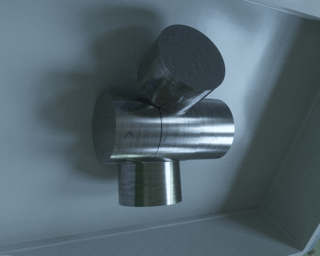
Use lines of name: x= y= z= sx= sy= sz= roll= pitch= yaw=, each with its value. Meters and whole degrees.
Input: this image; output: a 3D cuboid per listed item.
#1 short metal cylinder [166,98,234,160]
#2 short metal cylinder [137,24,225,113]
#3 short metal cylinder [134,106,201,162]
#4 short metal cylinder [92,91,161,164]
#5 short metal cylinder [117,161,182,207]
short metal cylinder: x=0.049 y=0.001 z=0.398 sx=0.050 sy=0.080 sz=0.079 roll=1 pitch=118 yaw=-29
short metal cylinder: x=0.023 y=-0.063 z=0.335 sx=0.081 sy=0.080 sz=0.050 roll=2 pitch=155 yaw=-29
short metal cylinder: x=0.005 y=0.001 z=0.374 sx=0.050 sy=0.080 sz=0.079 roll=1 pitch=118 yaw=-29
short metal cylinder: x=-0.040 y=0.000 z=0.349 sx=0.050 sy=0.080 sz=0.079 roll=1 pitch=118 yaw=-29
short metal cylinder: x=-0.013 y=0.069 z=0.397 sx=0.081 sy=0.080 sz=0.050 roll=0 pitch=84 yaw=-29
